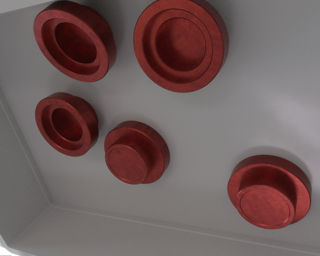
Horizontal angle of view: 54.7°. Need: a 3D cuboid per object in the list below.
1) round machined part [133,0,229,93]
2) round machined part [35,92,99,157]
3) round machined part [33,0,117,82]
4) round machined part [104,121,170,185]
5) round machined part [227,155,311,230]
[{"bbox_3d":[0.025,-0.090,0.329,0.098,0.042,0.097,13,124,21],"label":"round machined part"},{"bbox_3d":[-0.132,-0.009,0.462,0.098,0.042,0.097,13,124,21],"label":"round machined part"},{"bbox_3d":[-0.096,-0.106,0.371,0.098,0.042,0.097,17,142,14],"label":"round machined part"},{"bbox_3d":[-0.039,0.042,0.444,0.098,0.042,0.097,13,124,21],"label":"round machined part"},{"bbox_3d":[0.131,0.085,0.381,0.098,0.042,0.097,13,124,21],"label":"round machined part"}]
